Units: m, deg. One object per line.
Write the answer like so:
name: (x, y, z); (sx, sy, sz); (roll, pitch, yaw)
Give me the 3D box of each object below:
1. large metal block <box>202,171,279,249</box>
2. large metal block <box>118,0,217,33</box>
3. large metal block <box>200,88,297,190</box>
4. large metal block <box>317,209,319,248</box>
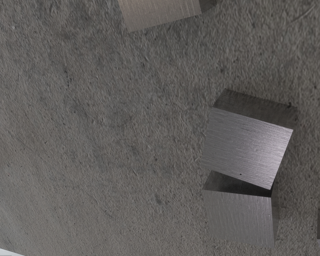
large metal block: (0.105, 0.099, 0.396); (0.080, 0.050, 0.080); (1, 119, 27)
large metal block: (0.002, -0.146, 0.299); (0.080, 0.050, 0.080); (-4, 117, 30)
large metal block: (0.097, 0.011, 0.346); (0.080, 0.050, 0.079); (18, 126, 18)
large metal block: (0.233, 0.138, 0.353); (0.080, 0.050, 0.080); (-12, 112, 33)
